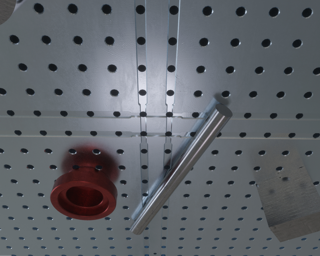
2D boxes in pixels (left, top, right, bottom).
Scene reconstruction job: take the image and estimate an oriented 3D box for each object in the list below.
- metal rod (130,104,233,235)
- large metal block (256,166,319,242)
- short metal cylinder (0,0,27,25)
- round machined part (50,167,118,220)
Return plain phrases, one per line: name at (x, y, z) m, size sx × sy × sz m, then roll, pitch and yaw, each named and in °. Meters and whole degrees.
metal rod at (0.019, 0.081, 0.480) m, size 0.025 × 0.025 × 0.298 m, roll 19°, pitch 128°, yaw -16°
large metal block at (0.205, 0.117, 0.478) m, size 0.080 × 0.080 × 0.050 m, roll -26°, pitch 126°, yaw 20°
short metal cylinder at (-0.162, -0.137, 0.277) m, size 0.081 × 0.050 × 0.079 m, roll 0°, pitch 130°, yaw 0°
round machined part at (-0.116, 0.099, 0.483) m, size 0.099 × 0.042 × 0.097 m, roll 0°, pitch 130°, yaw 0°
